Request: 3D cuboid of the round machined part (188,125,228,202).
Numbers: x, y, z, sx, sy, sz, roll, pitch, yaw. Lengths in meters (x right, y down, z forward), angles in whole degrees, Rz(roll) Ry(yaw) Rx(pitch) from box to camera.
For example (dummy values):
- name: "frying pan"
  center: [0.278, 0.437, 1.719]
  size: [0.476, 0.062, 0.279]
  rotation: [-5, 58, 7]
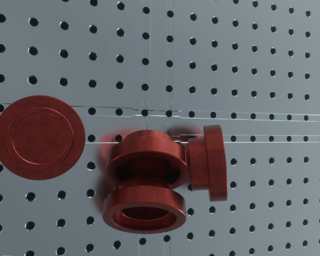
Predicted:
- name: "round machined part"
  center: [0.060, 0.046, 0.402]
  size: [0.042, 0.098, 0.097]
  rotation: [-5, 92, 6]

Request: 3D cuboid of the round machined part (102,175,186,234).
- name: "round machined part"
  center: [-0.018, 0.092, 0.378]
  size: [0.099, 0.097, 0.042]
  rotation: [16, 49, -20]

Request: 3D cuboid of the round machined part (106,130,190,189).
- name: "round machined part"
  center: [-0.014, 0.039, 0.379]
  size: [0.099, 0.097, 0.042]
  rotation: [16, 48, -19]

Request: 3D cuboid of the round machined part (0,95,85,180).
- name: "round machined part"
  center: [-0.135, 0.011, 0.354]
  size: [0.099, 0.042, 0.097]
  rotation: [0, 90, -20]
